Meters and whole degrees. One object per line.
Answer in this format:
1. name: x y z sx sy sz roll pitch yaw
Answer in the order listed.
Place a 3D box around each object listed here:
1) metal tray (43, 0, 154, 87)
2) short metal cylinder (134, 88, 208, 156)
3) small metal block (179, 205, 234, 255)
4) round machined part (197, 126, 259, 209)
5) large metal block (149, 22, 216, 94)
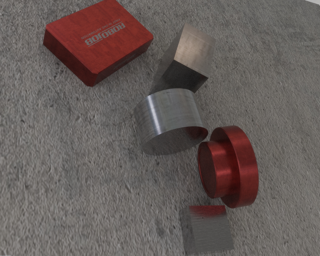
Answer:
1. metal tray: -0.081 -0.124 0.432 0.090 0.030 0.131 44 51 2
2. short metal cylinder: 0.013 -0.005 0.378 0.081 0.080 0.050 -2 63 -29
3. small metal block: 0.053 0.118 0.360 0.050 0.025 0.050 6 59 -25
4. round machined part: 0.075 0.048 0.372 0.042 0.098 0.098 -7 64 -10
5. large metal block: 0.031 -0.085 0.437 0.050 0.080 0.080 26 53 -13
